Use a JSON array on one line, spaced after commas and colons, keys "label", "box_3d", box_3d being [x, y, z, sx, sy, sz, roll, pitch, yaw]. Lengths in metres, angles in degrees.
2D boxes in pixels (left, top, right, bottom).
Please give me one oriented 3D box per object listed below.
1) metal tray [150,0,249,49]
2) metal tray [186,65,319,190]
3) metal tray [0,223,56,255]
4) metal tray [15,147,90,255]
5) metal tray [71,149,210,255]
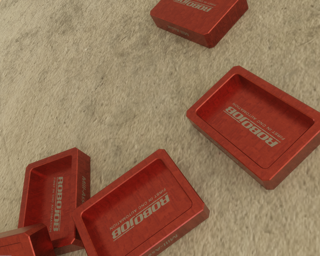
[{"label": "metal tray", "box_3d": [0.057, -0.184, 0.482, 0.090, 0.030, 0.130, -49, 52, -7]}, {"label": "metal tray", "box_3d": [0.104, -0.006, 0.349, 0.090, 0.030, 0.130, -44, 51, -3]}, {"label": "metal tray", "box_3d": [-0.182, 0.170, 0.360, 0.130, 0.030, 0.090, -18, 89, 17]}, {"label": "metal tray", "box_3d": [-0.139, 0.099, 0.410, 0.090, 0.030, 0.130, -20, 54, 16]}, {"label": "metal tray", "box_3d": [-0.023, 0.095, 0.343, 0.130, 0.030, 0.090, -36, 54, -3]}]
